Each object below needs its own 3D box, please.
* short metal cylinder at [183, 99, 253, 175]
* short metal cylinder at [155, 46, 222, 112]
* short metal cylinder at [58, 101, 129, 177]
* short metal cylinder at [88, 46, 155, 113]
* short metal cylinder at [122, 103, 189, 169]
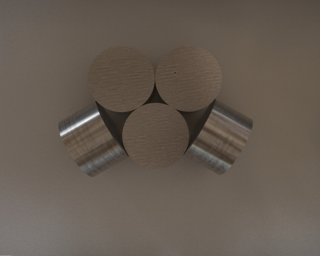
[{"bbox_3d":[0.070,0.011,0.382,0.050,0.080,0.080,30,90,0],"label":"short metal cylinder"},{"bbox_3d":[0.034,-0.060,0.397,0.081,0.050,0.080,0,90,0],"label":"short metal cylinder"},{"bbox_3d":[-0.079,0.013,0.382,0.050,0.080,0.080,-30,90,0],"label":"short metal cylinder"},{"bbox_3d":[-0.046,-0.059,0.397,0.081,0.050,0.080,0,90,0],"label":"short metal cylinder"},{"bbox_3d":[-0.005,0.009,0.397,0.081,0.050,0.080,0,90,0],"label":"short metal cylinder"}]
